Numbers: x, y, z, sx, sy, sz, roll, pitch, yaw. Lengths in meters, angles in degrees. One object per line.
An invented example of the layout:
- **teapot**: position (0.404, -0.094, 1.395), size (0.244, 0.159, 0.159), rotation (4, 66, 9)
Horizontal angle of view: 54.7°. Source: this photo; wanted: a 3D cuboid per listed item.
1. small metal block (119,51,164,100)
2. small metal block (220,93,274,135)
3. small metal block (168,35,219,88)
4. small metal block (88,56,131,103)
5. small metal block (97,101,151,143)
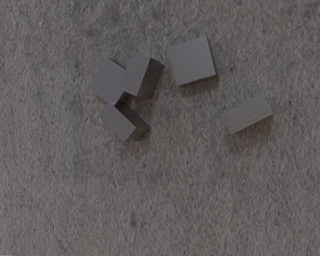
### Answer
- **small metal block**: position (-0.022, -0.067, 0.403), size (0.025, 0.050, 0.050), rotation (23, 98, 18)
- **small metal block**: position (0.102, -0.015, 0.359), size (0.050, 0.050, 0.025), rotation (-29, 81, 17)
- **small metal block**: position (0.043, -0.083, 0.393), size (0.050, 0.025, 0.050), rotation (-14, 85, 19)
- **small metal block**: position (-0.063, -0.063, 0.430), size (0.050, 0.025, 0.050), rotation (37, 102, 16)
- **small metal block**: position (-0.046, -0.008, 0.411), size (0.050, 0.050, 0.025), rotation (43, 103, 14)
